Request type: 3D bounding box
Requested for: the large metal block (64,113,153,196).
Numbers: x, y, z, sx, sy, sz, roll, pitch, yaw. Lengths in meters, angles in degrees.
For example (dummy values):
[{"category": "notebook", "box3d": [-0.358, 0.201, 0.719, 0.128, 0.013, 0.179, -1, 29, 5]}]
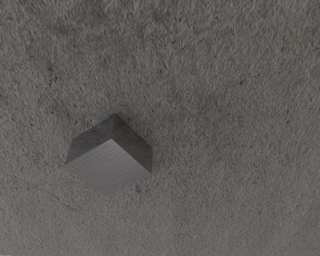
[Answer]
[{"category": "large metal block", "box3d": [-0.067, 0.039, 0.423, 0.080, 0.050, 0.080, -29, 125, 22]}]
